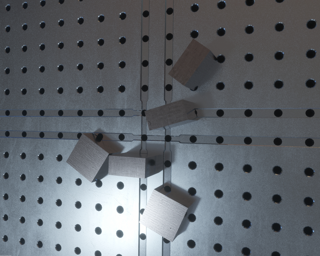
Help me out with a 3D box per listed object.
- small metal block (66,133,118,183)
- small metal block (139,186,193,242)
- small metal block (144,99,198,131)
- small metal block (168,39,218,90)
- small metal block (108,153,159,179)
[{"bbox_3d":[-0.098,0.042,0.446,0.050,0.025,0.050,35,101,16],"label":"small metal block"},{"bbox_3d":[0.008,0.112,0.409,0.050,0.025,0.050,26,98,17],"label":"small metal block"},{"bbox_3d":[0.015,-0.015,0.393,0.050,0.050,0.025,-16,85,19],"label":"small metal block"},{"bbox_3d":[0.042,-0.077,0.384,0.025,0.050,0.050,40,102,15],"label":"small metal block"},{"bbox_3d":[-0.033,0.048,0.410,0.050,0.050,0.025,2,91,19],"label":"small metal block"}]
